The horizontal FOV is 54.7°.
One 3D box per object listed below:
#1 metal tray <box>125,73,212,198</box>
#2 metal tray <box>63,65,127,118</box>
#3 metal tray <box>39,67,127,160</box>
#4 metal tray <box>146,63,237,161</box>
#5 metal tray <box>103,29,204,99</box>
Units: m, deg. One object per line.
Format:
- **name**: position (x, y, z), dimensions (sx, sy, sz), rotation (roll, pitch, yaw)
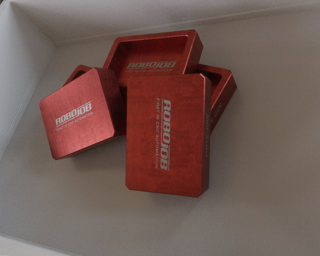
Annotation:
- **metal tray**: position (0.009, 0.007, 0.349), dimensions (0.090, 0.030, 0.129), rotation (2, 91, 22)
- **metal tray**: position (-0.102, -0.043, 0.476), dimensions (0.130, 0.030, 0.090), rotation (21, 73, 35)
- **metal tray**: position (-0.106, -0.016, 0.420), dimensions (0.130, 0.030, 0.090), rotation (-21, 82, 34)
- **metal tray**: position (0.029, -0.023, 0.398), dimensions (0.090, 0.030, 0.130), rotation (21, 73, 35)
- **metal tray**: position (-0.015, -0.084, 0.420), dimensions (0.130, 0.030, 0.090), rotation (4, 63, 29)
